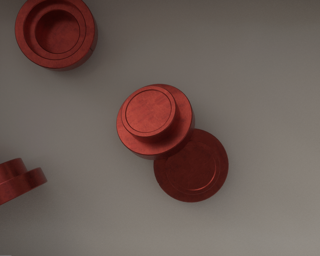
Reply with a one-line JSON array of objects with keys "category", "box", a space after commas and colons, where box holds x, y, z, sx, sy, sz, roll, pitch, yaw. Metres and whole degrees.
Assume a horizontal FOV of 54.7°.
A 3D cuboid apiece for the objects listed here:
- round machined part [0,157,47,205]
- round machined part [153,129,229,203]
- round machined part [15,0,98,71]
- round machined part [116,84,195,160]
[{"category": "round machined part", "box": [-0.192, 0.069, 0.373, 0.098, 0.098, 0.042, -26, 91, 0]}, {"category": "round machined part", "box": [0.041, 0.049, 0.404, 0.099, 0.042, 0.097, 0, 90, -1]}, {"category": "round machined part", "box": [-0.129, -0.122, 0.401, 0.099, 0.042, 0.097, 0, 90, -1]}, {"category": "round machined part", "box": [-0.009, -0.013, 0.383, 0.098, 0.042, 0.098, -6, 66, 14]}]
